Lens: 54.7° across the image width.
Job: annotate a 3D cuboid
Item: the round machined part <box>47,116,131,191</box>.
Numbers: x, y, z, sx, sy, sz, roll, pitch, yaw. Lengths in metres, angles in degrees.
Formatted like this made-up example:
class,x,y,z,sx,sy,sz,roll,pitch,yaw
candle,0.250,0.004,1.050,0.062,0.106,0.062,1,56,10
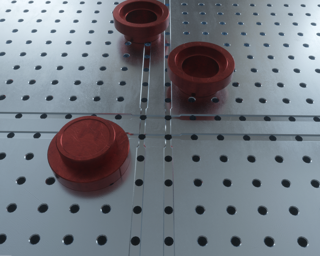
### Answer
class,x,y,z,sx,sy,sz,roll,pitch,yaw
round machined part,-0.086,0.023,0.376,0.099,0.042,0.098,0,50,0

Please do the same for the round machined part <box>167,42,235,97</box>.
class,x,y,z,sx,sy,sz,roll,pitch,yaw
round machined part,0.060,-0.085,0.469,0.099,0.042,0.098,0,50,0

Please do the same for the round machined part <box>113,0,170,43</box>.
class,x,y,z,sx,sy,sz,roll,pitch,yaw
round machined part,-0.033,-0.189,0.555,0.099,0.042,0.098,0,50,0
